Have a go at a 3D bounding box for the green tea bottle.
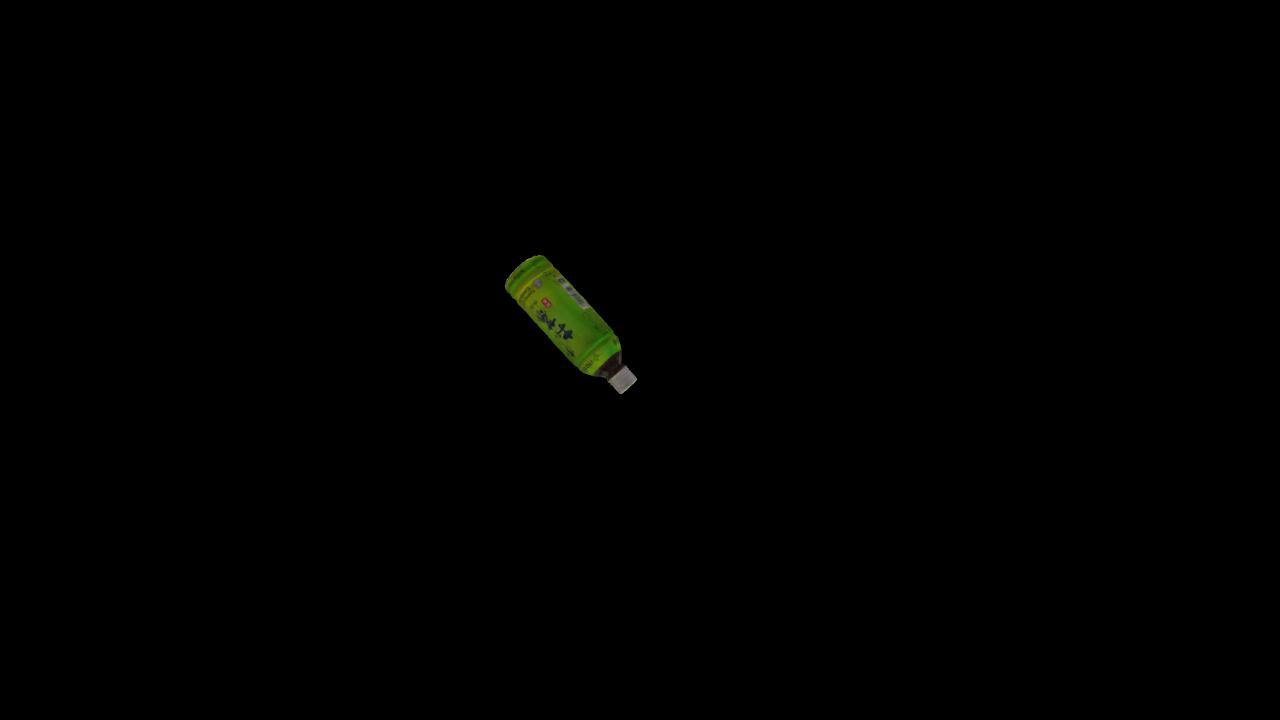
[{"bbox_3d":[-0.084,-0.042,0.811,0.073,0.212,0.073,-44,-4,-4],"label":"green tea bottle"}]
